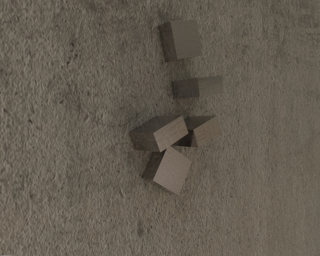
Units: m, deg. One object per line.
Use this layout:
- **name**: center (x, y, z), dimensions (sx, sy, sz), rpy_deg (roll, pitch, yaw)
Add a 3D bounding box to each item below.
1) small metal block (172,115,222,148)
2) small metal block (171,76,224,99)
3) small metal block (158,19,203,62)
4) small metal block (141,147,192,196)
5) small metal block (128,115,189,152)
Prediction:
- **small metal block**: center (0.048, 0.004, 0.428), dimensions (0.050, 0.050, 0.025), rpy_deg (-28, 108, -36)
- **small metal block**: center (0.053, -0.056, 0.432), dimensions (0.050, 0.050, 0.025), rpy_deg (-12, 98, -39)
- **small metal block**: center (0.029, -0.121, 0.428), dimensions (0.050, 0.025, 0.050), rpy_deg (-19, 102, -38)
- **small metal block**: center (0.010, 0.055, 0.413), dimensions (0.050, 0.025, 0.050), rpy_deg (37, 67, -34)
- **small metal block**: center (-0.002, 0.006, 0.386), dimensions (0.050, 0.050, 0.025), rpy_deg (-32, 110, -35)
